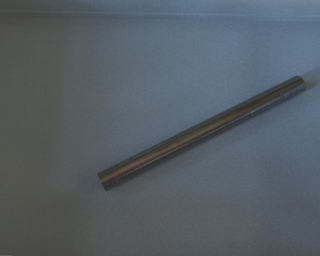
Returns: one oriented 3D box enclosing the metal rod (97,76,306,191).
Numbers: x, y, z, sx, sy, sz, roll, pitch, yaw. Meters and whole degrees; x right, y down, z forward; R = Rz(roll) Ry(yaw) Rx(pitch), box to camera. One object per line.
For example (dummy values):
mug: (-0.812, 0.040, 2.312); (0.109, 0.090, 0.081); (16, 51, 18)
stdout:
metal rod: (0.062, 0.003, 0.409); (0.302, 0.025, 0.025); (-26, 72, -10)
